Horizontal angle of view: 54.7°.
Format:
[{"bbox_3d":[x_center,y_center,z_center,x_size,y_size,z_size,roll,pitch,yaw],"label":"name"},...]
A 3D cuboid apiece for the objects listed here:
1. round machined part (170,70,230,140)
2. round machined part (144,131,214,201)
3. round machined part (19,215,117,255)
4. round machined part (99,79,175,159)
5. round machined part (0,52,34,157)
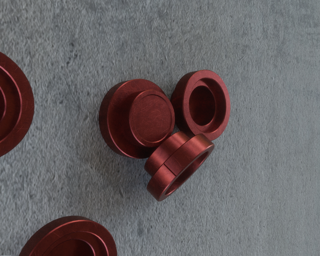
[{"bbox_3d":[0.052,-0.031,0.437,0.099,0.042,0.097,0,90,-41],"label":"round machined part"},{"bbox_3d":[0.019,0.042,0.386,0.042,0.097,0.099,44,54,17],"label":"round machined part"},{"bbox_3d":[-0.096,0.138,0.313,0.099,0.042,0.097,0,90,-40],"label":"round machined part"},{"bbox_3d":[-0.020,-0.011,0.376,0.099,0.042,0.097,0,90,-40],"label":"round machined part"},{"bbox_3d":[-0.162,-0.020,0.258,0.099,0.042,0.097,0,90,-40],"label":"round machined part"}]
